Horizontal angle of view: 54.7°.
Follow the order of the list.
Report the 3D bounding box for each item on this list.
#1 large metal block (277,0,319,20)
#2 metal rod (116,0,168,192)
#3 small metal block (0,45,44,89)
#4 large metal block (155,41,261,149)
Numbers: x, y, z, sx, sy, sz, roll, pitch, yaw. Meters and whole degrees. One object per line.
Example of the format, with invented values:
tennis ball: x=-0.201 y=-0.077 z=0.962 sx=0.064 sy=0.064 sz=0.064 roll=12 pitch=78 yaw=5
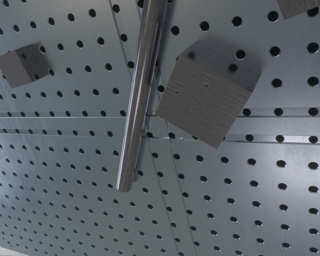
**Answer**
large metal block: x=0.127 y=-0.143 z=0.240 sx=0.080 sy=0.050 sz=0.080 roll=-16 pitch=111 yaw=34
metal rod: x=-0.031 y=-0.023 z=0.412 sx=0.025 sy=0.025 sz=0.298 roll=23 pitch=127 yaw=14
small metal block: x=-0.211 y=-0.091 z=0.466 sx=0.050 sy=0.025 sz=0.050 roll=-8 pitch=115 yaw=31
large metal block: x=0.052 y=-0.037 z=0.345 sx=0.080 sy=0.050 sz=0.079 roll=30 pitch=128 yaw=9
